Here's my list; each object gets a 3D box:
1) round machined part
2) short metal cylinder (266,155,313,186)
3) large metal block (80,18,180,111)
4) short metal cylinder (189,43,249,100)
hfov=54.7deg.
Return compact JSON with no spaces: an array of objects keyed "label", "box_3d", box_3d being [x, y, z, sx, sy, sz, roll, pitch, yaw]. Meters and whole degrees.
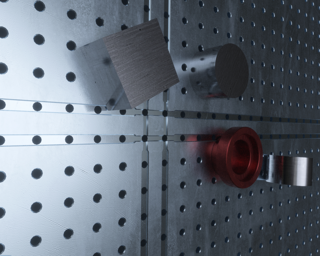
[{"label":"round machined part","box_3d":[0.122,0.047,0.503,0.099,0.042,0.097,0,90,-40]},{"label":"short metal cylinder","box_3d":[0.241,0.078,0.580,0.081,0.080,0.050,7,86,-40]},{"label":"large metal block","box_3d":[-0.033,-0.074,0.367,0.081,0.050,0.080,-34,111,-35]},{"label":"short metal cylinder","box_3d":[0.090,-0.084,0.471,0.081,0.050,0.079,0,90,-40]}]
